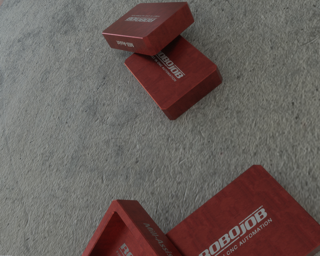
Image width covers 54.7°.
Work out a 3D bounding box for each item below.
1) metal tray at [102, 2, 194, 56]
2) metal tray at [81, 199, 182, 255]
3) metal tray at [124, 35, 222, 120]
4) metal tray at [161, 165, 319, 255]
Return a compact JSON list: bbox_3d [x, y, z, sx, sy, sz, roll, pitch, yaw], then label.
[{"bbox_3d":[-0.022,-0.157,0.481,0.090,0.030,0.130,-44,38,-17],"label":"metal tray"},{"bbox_3d":[-0.022,0.144,0.299,0.130,0.030,0.090,40,106,42],"label":"metal tray"},{"bbox_3d":[0.015,-0.082,0.443,0.090,0.030,0.130,-38,51,2],"label":"metal tray"},{"bbox_3d":[0.074,0.108,0.295,0.130,0.030,0.090,-39,51,1],"label":"metal tray"}]
